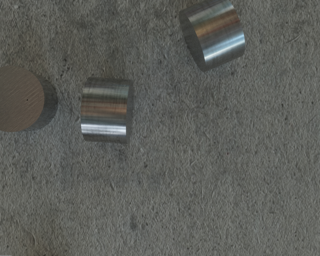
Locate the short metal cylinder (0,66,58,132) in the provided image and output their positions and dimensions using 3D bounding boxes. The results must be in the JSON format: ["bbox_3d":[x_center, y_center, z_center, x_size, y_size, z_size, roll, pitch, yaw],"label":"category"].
[{"bbox_3d":[-0.179,-0.035,0.396,0.081,0.050,0.080,0,90,0],"label":"short metal cylinder"}]

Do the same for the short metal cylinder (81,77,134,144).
[{"bbox_3d":[-0.062,-0.021,0.382,0.050,0.080,0.080,4,90,0],"label":"short metal cylinder"}]

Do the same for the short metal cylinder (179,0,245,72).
[{"bbox_3d":[0.063,-0.116,0.383,0.050,0.080,0.080,-24,90,0],"label":"short metal cylinder"}]
